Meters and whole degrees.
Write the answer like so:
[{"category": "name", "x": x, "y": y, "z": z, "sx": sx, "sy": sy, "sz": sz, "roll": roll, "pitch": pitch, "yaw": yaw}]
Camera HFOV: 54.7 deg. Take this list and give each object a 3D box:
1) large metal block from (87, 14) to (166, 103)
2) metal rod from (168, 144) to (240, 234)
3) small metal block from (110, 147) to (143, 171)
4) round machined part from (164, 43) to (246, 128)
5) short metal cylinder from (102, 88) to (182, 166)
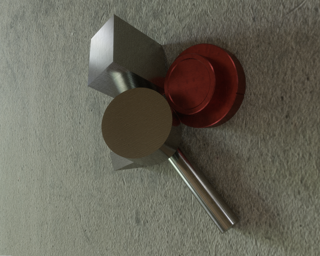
[{"category": "large metal block", "x": -0.040, "y": -0.080, "z": 0.388, "sx": 0.050, "sy": 0.080, "sz": 0.080, "roll": -33, "pitch": 48, "yaw": 36}, {"category": "metal rod", "x": -0.003, "y": 0.003, "z": 0.408, "sx": 0.025, "sy": 0.025, "sz": 0.300, "roll": -52, "pitch": 60, "yaw": 27}, {"category": "small metal block", "x": -0.029, "y": 0.036, "z": 0.413, "sx": 0.050, "sy": 0.050, "sz": 0.025, "roll": -26, "pitch": 73, "yaw": 36}, {"category": "round machined part", "x": 0.044, "y": -0.049, "z": 0.357, "sx": 0.098, "sy": 0.042, "sz": 0.097, "roll": 0, "pitch": 90, "yaw": 39}, {"category": "short metal cylinder", "x": -0.019, "y": 0.000, "z": 0.356, "sx": 0.080, "sy": 0.050, "sz": 0.080, "roll": -4, "pitch": 73, "yaw": 15}]
